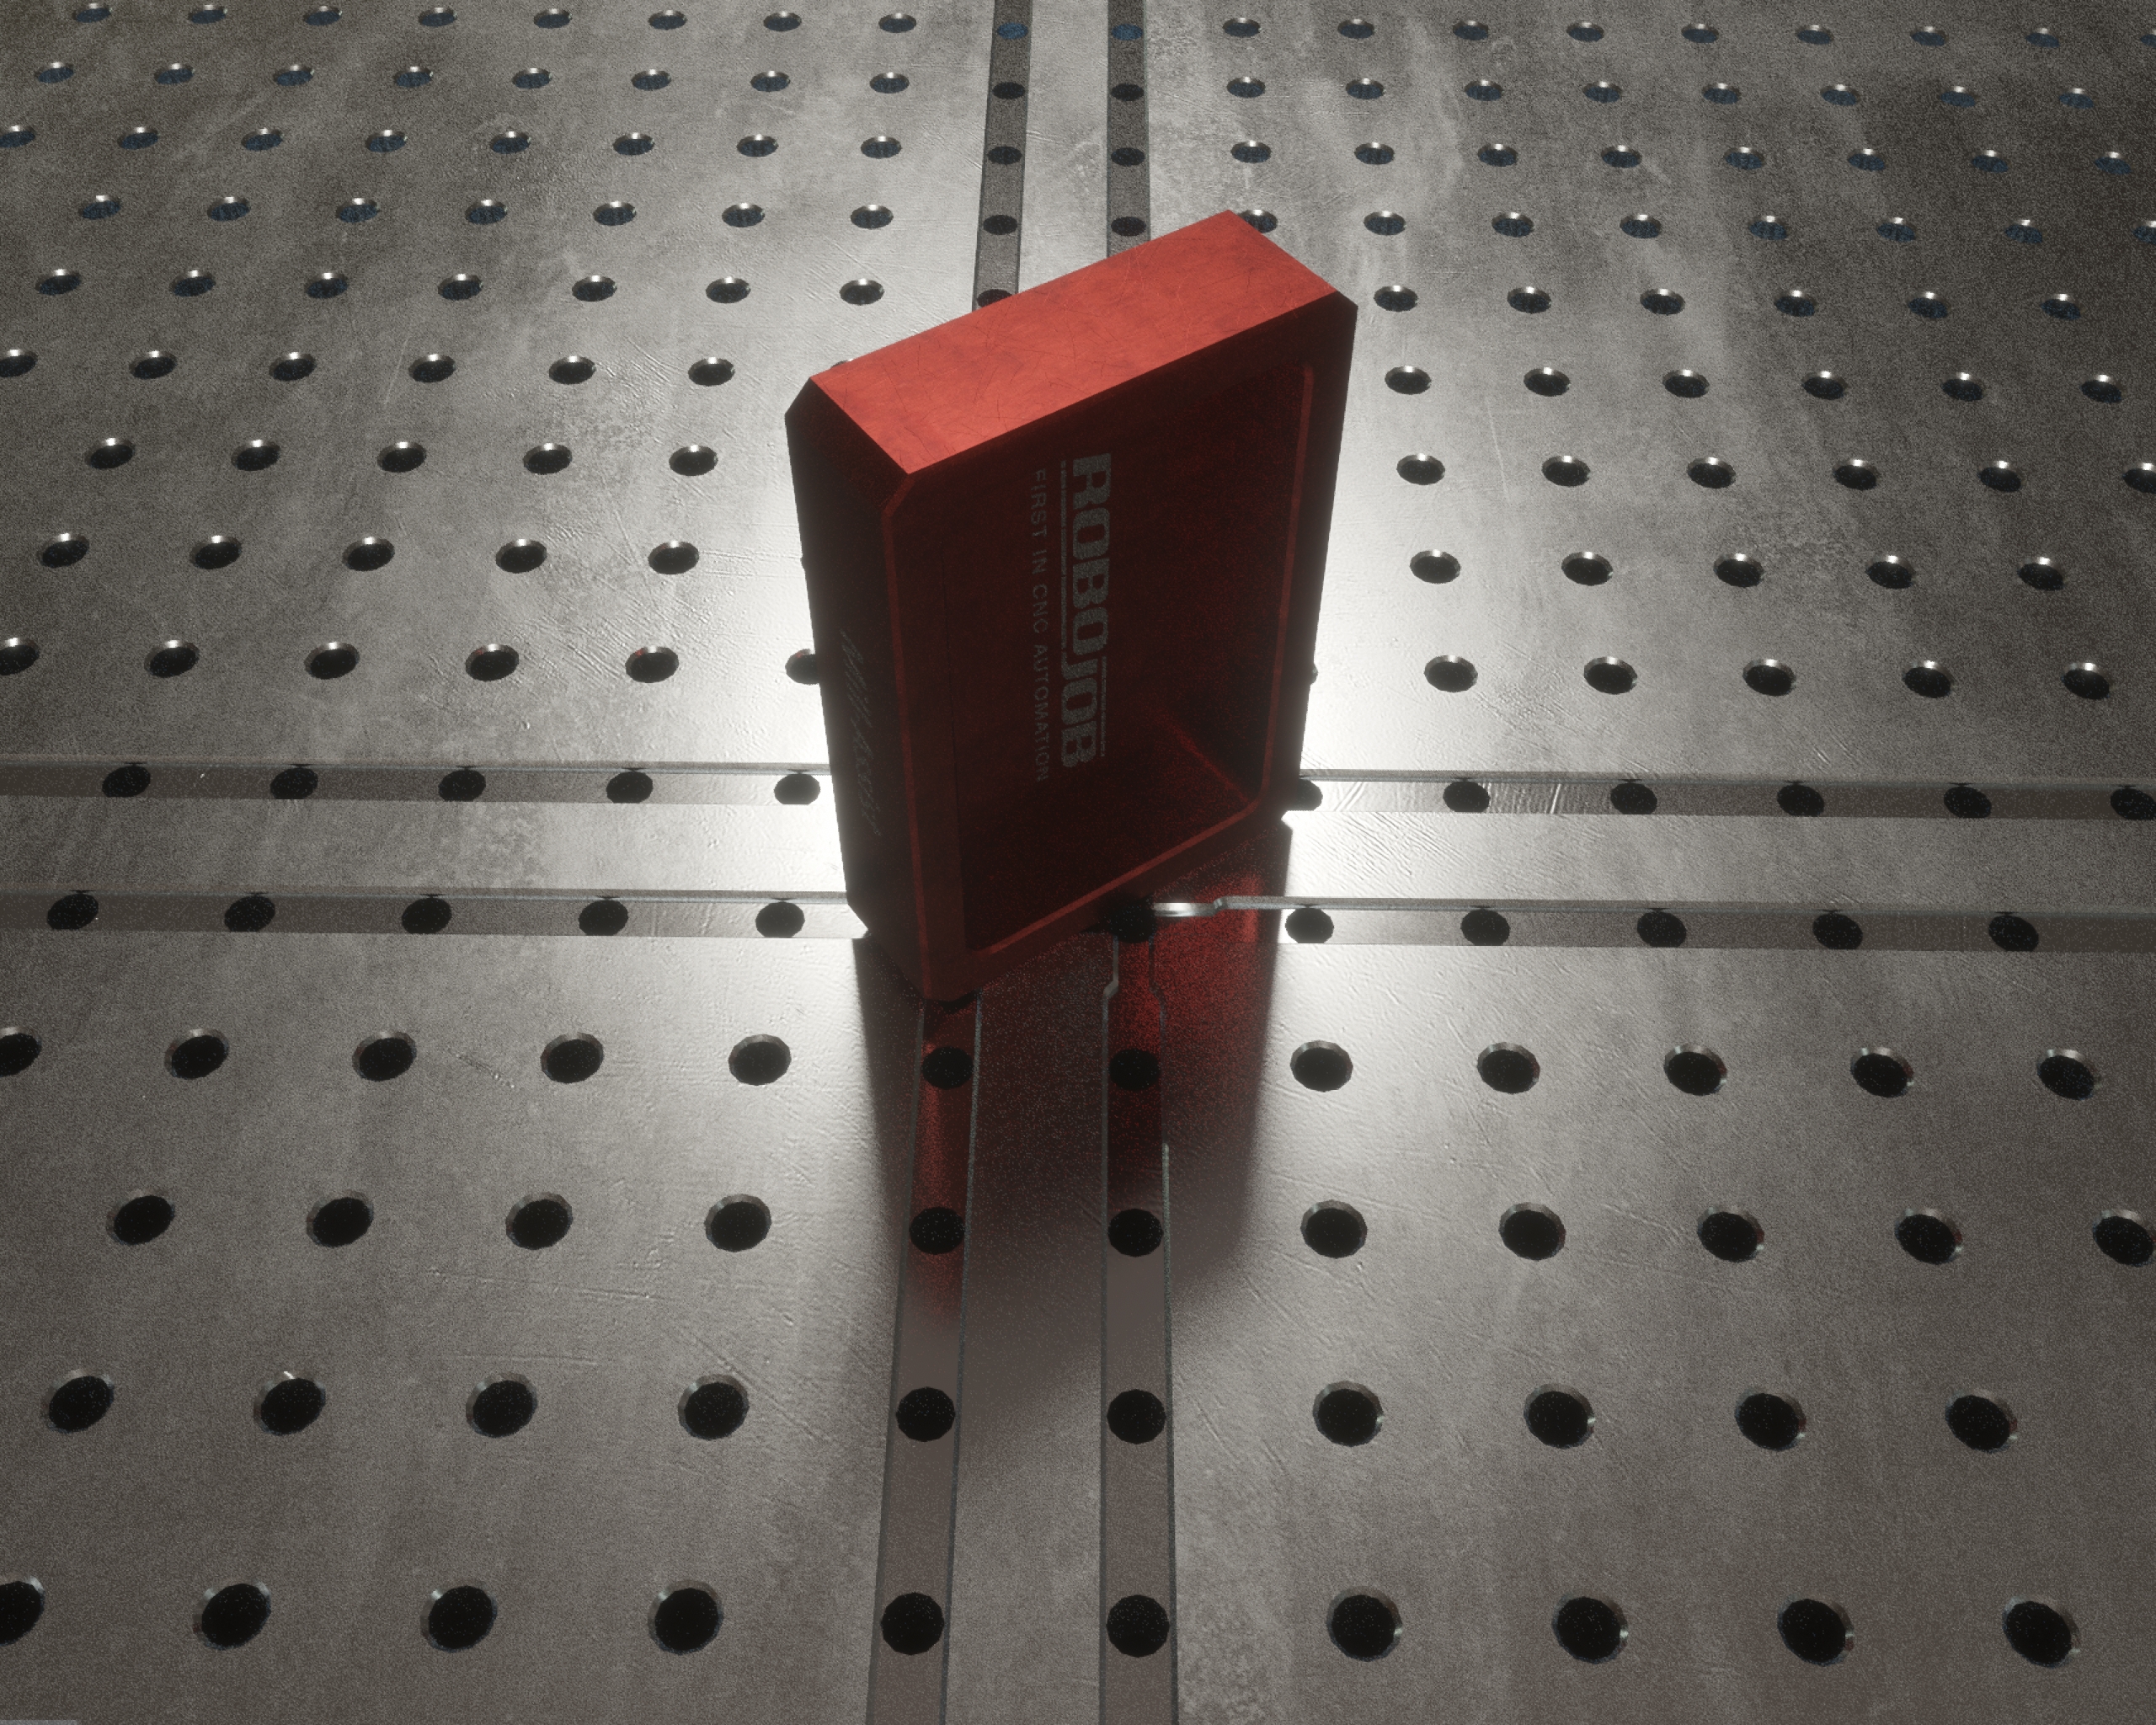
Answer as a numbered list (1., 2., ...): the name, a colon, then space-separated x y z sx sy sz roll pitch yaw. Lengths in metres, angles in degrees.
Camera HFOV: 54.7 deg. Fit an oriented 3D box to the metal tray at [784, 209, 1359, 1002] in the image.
1. metal tray: 0.000 -0.041 0.374 0.091 0.129 0.030 -28 56 -22
